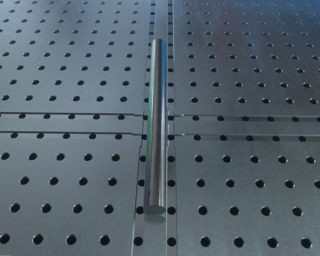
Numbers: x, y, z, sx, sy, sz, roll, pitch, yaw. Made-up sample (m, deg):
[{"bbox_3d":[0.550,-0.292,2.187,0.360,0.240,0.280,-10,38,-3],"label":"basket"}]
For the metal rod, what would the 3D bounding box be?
[{"bbox_3d":[-0.004,-0.026,0.430,0.025,0.025,0.300,1,50,0],"label":"metal rod"}]
